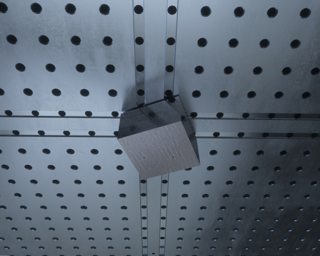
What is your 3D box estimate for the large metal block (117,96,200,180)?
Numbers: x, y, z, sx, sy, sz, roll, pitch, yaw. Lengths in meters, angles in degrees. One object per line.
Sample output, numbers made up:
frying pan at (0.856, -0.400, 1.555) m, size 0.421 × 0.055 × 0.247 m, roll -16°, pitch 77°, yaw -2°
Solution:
large metal block at (0.000, 0.015, 0.404) m, size 0.080 × 0.050 × 0.080 m, roll -16°, pitch 129°, yaw 13°
